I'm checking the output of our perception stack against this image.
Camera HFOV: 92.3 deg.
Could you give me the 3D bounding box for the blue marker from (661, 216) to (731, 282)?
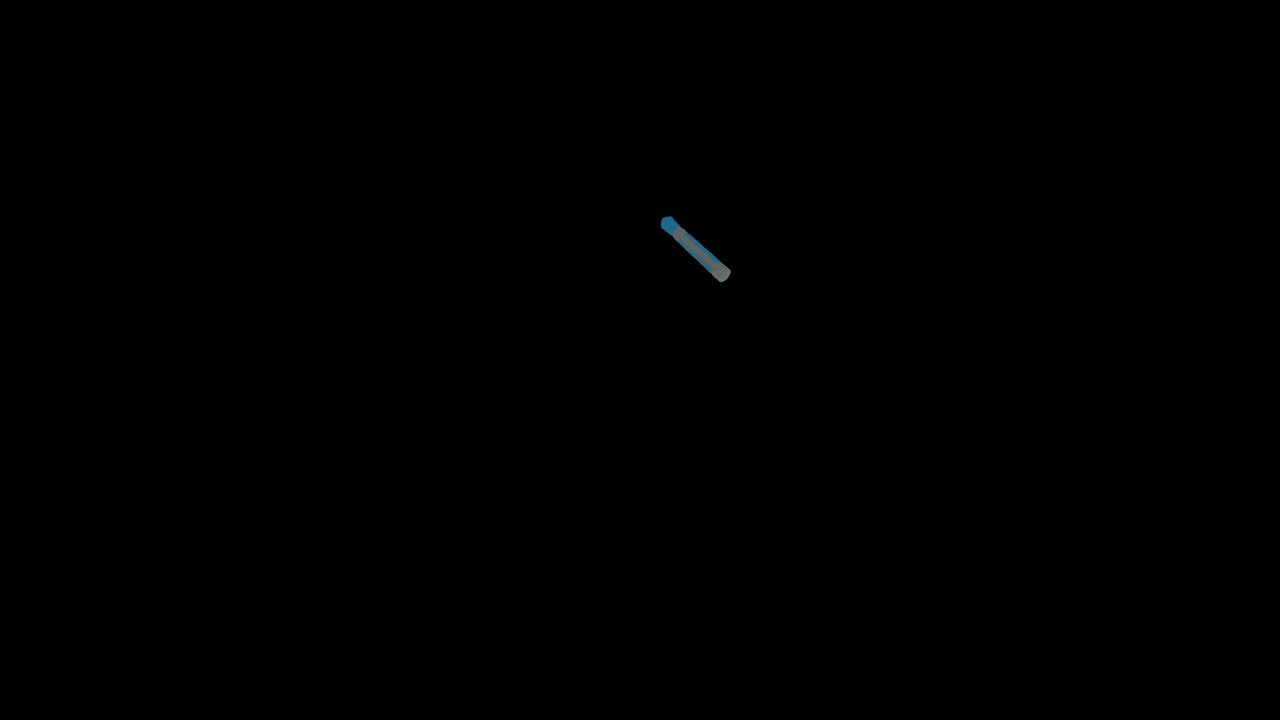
[{"bbox_3d":[0.066,-0.140,0.759,0.020,0.020,0.121,0,42,-52],"label":"blue marker"}]
